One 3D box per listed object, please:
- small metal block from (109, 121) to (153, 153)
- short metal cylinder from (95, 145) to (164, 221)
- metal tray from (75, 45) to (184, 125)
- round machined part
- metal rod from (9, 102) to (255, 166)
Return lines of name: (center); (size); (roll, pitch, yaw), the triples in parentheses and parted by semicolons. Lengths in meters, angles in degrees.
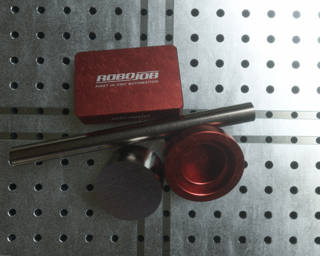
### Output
small metal block: (-0.036, 0.015, 0.421); (0.050, 0.025, 0.050); (18, 90, -1)
short metal cylinder: (-0.035, 0.068, 0.389); (0.080, 0.050, 0.079); (1, 109, 5)
metal tray: (-0.040, -0.056, 0.396); (0.131, 0.030, 0.090); (-5, 71, -1)
round machined part: (0.053, 0.041, 0.394); (0.099, 0.042, 0.097); (-2, 112, -4)
metal rod: (-0.033, 0.007, 0.387); (0.302, 0.025, 0.025); (-11, 90, -1)
